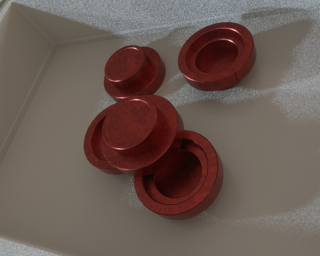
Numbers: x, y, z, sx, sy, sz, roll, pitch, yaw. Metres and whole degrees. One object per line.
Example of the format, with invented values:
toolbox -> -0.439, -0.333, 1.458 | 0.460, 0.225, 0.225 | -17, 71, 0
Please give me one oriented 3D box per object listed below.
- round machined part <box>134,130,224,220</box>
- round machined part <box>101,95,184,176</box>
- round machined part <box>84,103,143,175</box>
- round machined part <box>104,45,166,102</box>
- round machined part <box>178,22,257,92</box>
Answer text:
round machined part -> 0.023, 0.055, 0.349 | 0.098, 0.042, 0.098 | -13, 56, 21
round machined part -> -0.026, 0.002, 0.353 | 0.098, 0.042, 0.098 | -13, 56, 21
round machined part -> -0.048, 0.016, 0.410 | 0.098, 0.042, 0.098 | -13, 56, 21
round machined part -> -0.045, -0.087, 0.472 | 0.098, 0.042, 0.098 | -13, 56, 21
round machined part -> 0.077, -0.088, 0.409 | 0.098, 0.042, 0.098 | -13, 56, 21
